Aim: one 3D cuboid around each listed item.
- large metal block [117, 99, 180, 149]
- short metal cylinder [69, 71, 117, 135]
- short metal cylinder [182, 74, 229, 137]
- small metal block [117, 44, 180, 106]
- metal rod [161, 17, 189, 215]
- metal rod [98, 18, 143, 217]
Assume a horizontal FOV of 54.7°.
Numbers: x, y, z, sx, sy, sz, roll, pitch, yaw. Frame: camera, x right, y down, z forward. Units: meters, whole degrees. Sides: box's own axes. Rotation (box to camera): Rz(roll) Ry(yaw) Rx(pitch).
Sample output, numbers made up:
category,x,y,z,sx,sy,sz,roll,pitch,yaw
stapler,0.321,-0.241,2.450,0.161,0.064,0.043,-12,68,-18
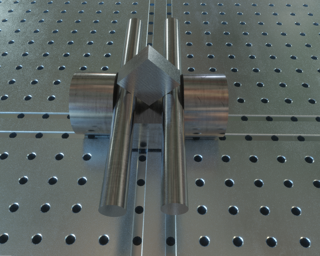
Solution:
category,x,y,z,sx,sy,sz,roll,pitch,yaw
large metal block,-0.013,-0.020,0.403,0.081,0.050,0.080,1,50,0
short metal cylinder,-0.078,-0.031,0.393,0.050,0.080,0.080,1,50,1
short metal cylinder,0.053,-0.028,0.391,0.050,0.080,0.080,0,50,1
small metal block,-0.013,-0.059,0.354,0.050,0.050,0.025,-31,41,33
metal rod,0.015,-0.042,0.374,0.025,0.025,0.300,1,50,0
metal rod,-0.040,-0.041,0.372,0.025,0.025,0.300,1,50,0
